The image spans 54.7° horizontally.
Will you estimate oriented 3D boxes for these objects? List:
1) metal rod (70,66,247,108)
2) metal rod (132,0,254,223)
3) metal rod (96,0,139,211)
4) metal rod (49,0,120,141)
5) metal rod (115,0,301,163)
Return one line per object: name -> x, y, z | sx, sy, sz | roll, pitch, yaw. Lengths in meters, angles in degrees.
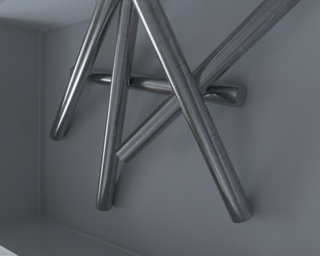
metal rod -> -0.026, -0.063, 0.426 | 0.300, 0.025, 0.025 | 14, 99, 38
metal rod -> 0.027, -0.039, 0.317 | 0.025, 0.025, 0.299 | -20, 98, 38
metal rod -> -0.061, -0.018, 0.429 | 0.025, 0.025, 0.298 | 25, 113, 37
metal rod -> -0.120, -0.080, 0.464 | 0.025, 0.025, 0.298 | 57, 134, 24
metal rod -> 0.056, -0.063, 0.331 | 0.299, 0.025, 0.025 | -44, 64, 21
